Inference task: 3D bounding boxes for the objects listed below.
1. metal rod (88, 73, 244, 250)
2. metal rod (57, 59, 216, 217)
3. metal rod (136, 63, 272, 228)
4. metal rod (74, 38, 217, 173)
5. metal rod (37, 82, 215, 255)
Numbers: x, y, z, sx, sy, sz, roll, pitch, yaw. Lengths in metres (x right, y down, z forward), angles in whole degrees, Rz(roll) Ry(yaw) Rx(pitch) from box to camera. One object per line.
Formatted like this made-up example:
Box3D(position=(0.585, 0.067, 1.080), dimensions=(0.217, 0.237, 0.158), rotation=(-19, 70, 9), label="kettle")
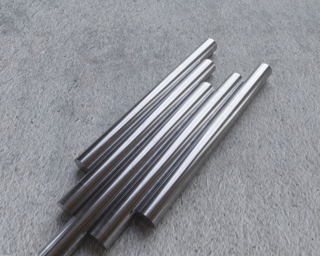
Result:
Box3D(position=(0.026, 0.021, 0.387), dimensions=(0.025, 0.025, 0.301), rotation=(29, 56, 22), label="metal rod")
Box3D(position=(-0.012, -0.005, 0.409), dimensions=(0.025, 0.025, 0.301), rotation=(29, 56, 22), label="metal rod")
Box3D(position=(0.073, 0.003, 0.402), dimensions=(0.025, 0.025, 0.301), rotation=(29, 56, 22), label="metal rod")
Box3D(position=(-0.003, -0.047, 0.444), dimensions=(0.025, 0.025, 0.301), rotation=(29, 56, 22), label="metal rod")
Box3D(position=(-0.019, 0.036, 0.374), dimensions=(0.025, 0.025, 0.301), rotation=(29, 56, 22), label="metal rod")
